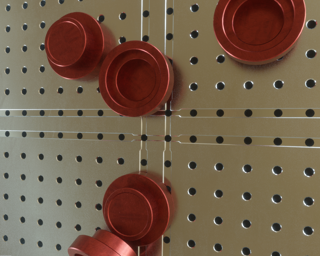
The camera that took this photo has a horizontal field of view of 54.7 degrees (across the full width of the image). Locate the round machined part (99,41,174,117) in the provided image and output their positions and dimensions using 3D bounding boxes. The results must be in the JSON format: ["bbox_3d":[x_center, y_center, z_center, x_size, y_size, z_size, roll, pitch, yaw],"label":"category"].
[{"bbox_3d":[-0.028,-0.063,0.413,0.098,0.042,0.097,0,90,19],"label":"round machined part"}]

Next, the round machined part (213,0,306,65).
[{"bbox_3d":[0.115,-0.122,0.363,0.098,0.042,0.097,0,90,19],"label":"round machined part"}]

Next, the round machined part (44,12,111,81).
[{"bbox_3d":[-0.125,-0.119,0.446,0.098,0.042,0.097,0,90,19],"label":"round machined part"}]

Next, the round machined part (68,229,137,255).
[{"bbox_3d":[-0.069,0.173,0.409,0.098,0.042,0.097,22,139,21],"label":"round machined part"}]

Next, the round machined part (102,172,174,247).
[{"bbox_3d":[-0.035,0.110,0.415,0.098,0.042,0.097,0,90,19],"label":"round machined part"}]
